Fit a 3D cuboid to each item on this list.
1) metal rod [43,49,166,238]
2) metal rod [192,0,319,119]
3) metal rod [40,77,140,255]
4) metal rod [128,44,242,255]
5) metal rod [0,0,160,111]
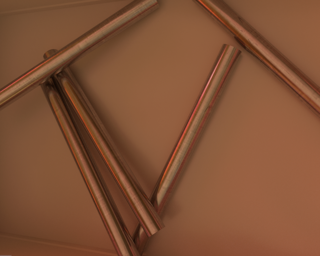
[{"bbox_3d":[-0.084,0.009,0.423,0.025,0.025,0.299,-39,73,15],"label":"metal rod"},{"bbox_3d":[0.147,-0.063,0.358,0.025,0.025,0.300,-45,76,14],"label":"metal rod"},{"bbox_3d":[-0.106,0.044,0.432,0.025,0.025,0.299,-34,74,16],"label":"metal rod"},{"bbox_3d":[0.026,0.036,0.400,0.025,0.025,0.298,28,99,17],"label":"metal rod"},{"bbox_3d":[-0.135,-0.096,0.429,0.301,0.025,0.025,-31,80,6],"label":"metal rod"}]
